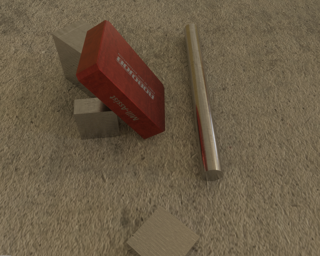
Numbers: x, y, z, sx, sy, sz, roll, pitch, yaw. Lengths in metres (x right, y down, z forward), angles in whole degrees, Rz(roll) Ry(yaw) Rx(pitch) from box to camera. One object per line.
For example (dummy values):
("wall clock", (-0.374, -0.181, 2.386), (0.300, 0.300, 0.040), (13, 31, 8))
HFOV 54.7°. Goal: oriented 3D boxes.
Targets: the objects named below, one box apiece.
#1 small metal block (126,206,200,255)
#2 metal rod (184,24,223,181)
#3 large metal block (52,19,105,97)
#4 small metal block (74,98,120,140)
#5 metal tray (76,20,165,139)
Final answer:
("small metal block", (0.003, 0.115, 0.307), (0.050, 0.025, 0.050), (34, 57, 24))
("metal rod", (0.058, -0.060, 0.454), (0.025, 0.025, 0.300), (-1, 50, -1))
("large metal block", (-0.101, -0.096, 0.447), (0.080, 0.080, 0.050), (36, 59, 26))
("small metal block", (-0.079, -0.012, 0.396), (0.050, 0.050, 0.025), (-5, 51, -5))
("metal tray", (-0.041, -0.056, 0.385), (0.030, 0.130, 0.090), (-23, 45, 24))
